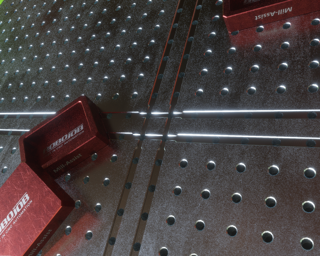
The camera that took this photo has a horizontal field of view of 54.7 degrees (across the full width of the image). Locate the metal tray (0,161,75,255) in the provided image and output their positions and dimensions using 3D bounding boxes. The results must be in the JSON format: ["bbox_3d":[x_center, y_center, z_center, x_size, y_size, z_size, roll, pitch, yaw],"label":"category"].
[{"bbox_3d":[-0.184,0.121,0.404,0.090,0.030,0.130,37,88,24],"label":"metal tray"}]

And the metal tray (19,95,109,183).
[{"bbox_3d":[-0.148,0.019,0.468,0.130,0.030,0.090,-33,52,6],"label":"metal tray"}]

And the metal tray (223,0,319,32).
[{"bbox_3d":[0.157,-0.193,0.440,0.130,0.030,0.090,-8,58,23],"label":"metal tray"}]
